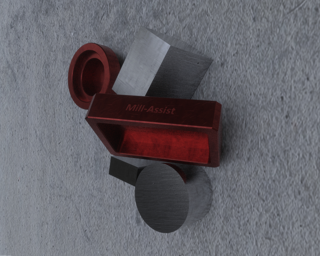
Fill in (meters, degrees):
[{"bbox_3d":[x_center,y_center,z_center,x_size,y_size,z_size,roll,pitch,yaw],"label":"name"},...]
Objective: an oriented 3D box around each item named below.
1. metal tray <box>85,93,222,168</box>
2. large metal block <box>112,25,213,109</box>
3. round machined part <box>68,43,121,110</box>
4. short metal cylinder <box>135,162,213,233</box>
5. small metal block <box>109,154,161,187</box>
[{"bbox_3d":[-0.001,0.004,0.330,0.131,0.090,0.030,5,61,14],"label":"metal tray"},{"bbox_3d":[0.003,-0.063,0.364,0.050,0.081,0.080,43,116,32],"label":"large metal block"},{"bbox_3d":[-0.093,-0.075,0.468,0.098,0.042,0.097,0,90,39],"label":"round machined part"},{"bbox_3d":[0.016,0.080,0.374,0.080,0.050,0.079,0,90,39],"label":"short metal cylinder"},{"bbox_3d":[-0.031,0.054,0.412,0.050,0.050,0.025,16,101,39],"label":"small metal block"}]
